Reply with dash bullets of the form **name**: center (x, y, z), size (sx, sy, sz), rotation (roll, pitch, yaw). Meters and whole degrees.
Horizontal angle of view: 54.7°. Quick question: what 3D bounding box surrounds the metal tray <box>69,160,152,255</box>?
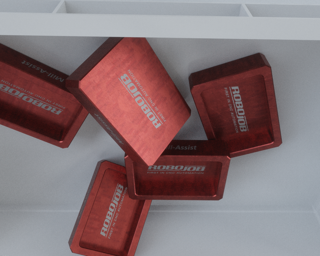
- **metal tray**: center (-0.066, 0.121, 0.450), size (0.091, 0.130, 0.030), rotation (22, 168, -18)

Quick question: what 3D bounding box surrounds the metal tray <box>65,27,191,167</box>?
- **metal tray**: center (-0.027, -0.031, 0.341), size (0.030, 0.090, 0.130), rotation (12, 147, 48)

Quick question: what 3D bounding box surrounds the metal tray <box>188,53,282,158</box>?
- **metal tray**: center (0.097, -0.020, 0.389), size (0.090, 0.030, 0.130), rotation (-16, 129, 12)

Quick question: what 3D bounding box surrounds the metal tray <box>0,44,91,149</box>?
- **metal tray**: center (-0.155, -0.035, 0.373), size (0.131, 0.030, 0.090), rotation (25, 126, -21)

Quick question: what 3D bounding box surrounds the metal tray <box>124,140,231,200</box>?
- **metal tray**: center (0.022, 0.058, 0.417), size (0.131, 0.030, 0.089), rotation (0, 131, 1)
